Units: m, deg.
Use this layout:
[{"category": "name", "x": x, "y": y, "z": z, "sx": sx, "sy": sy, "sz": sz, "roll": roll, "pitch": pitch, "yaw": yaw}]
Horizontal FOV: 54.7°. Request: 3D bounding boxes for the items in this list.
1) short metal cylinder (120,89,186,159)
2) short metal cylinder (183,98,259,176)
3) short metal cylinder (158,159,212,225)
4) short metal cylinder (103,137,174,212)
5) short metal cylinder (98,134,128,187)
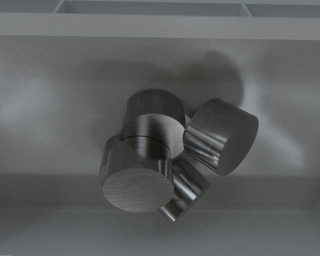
[{"category": "short metal cylinder", "x": -0.008, "y": -0.002, "z": 0.389, "sx": 0.081, "sy": 0.050, "sz": 0.079, "roll": 0, "pitch": 130, "yaw": 0}, {"category": "short metal cylinder", "x": 0.074, "y": 0.011, "z": 0.374, "sx": 0.081, "sy": 0.050, "sz": 0.079, "roll": -32, "pitch": 139, "yaw": -33}, {"category": "short metal cylinder", "x": 0.028, "y": 0.090, "z": 0.439, "sx": 0.050, "sy": 0.081, "sz": 0.079, "roll": 43, "pitch": 128, "yaw": 17}, {"category": "short metal cylinder", "x": -0.024, "y": 0.056, "z": 0.371, "sx": 0.081, "sy": 0.050, "sz": 0.079, "roll": 0, "pitch": 130, "yaw": 0}, {"category": "short metal cylinder", "x": -0.042, "y": 0.053, "z": 0.436, "sx": 0.081, "sy": 0.050, "sz": 0.079, "roll": 0, "pitch": 130, "yaw": 0}]
